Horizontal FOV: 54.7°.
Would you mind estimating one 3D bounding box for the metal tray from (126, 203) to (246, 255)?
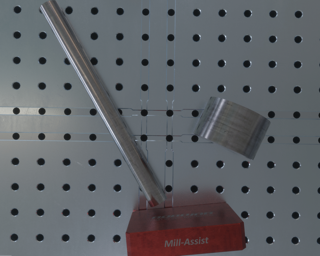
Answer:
[{"bbox_3d":[0.029,0.123,0.381,0.131,0.090,0.030,-5,90,0],"label":"metal tray"}]

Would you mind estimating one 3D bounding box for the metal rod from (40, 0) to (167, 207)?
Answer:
[{"bbox_3d":[-0.075,-0.032,0.412,0.025,0.025,0.299,-29,90,0],"label":"metal rod"}]

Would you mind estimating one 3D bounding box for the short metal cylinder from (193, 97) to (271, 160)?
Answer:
[{"bbox_3d":[0.089,0.001,0.386,0.080,0.080,0.050,25,90,0],"label":"short metal cylinder"}]
